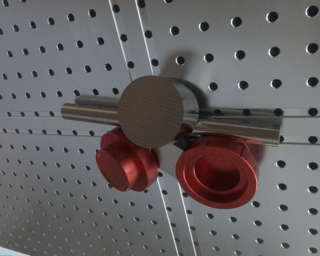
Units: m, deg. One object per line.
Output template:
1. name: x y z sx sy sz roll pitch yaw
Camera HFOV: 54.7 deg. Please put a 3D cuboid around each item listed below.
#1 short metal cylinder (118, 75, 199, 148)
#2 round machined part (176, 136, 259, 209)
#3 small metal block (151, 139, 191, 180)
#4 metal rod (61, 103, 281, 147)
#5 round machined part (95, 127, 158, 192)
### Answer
1. short metal cylinder: -0.001 -0.019 0.360 0.080 0.050 0.079 1 94 25
2. round machined part: 0.073 0.050 0.385 0.098 0.042 0.097 12 125 17
3. small metal block: 0.016 0.034 0.419 0.050 0.025 0.050 32 129 7
4. metal rod: -0.004 -0.008 0.403 0.301 0.025 0.025 7 122 24
5. round machined part: -0.053 0.050 0.437 0.098 0.042 0.097 29 137 31
